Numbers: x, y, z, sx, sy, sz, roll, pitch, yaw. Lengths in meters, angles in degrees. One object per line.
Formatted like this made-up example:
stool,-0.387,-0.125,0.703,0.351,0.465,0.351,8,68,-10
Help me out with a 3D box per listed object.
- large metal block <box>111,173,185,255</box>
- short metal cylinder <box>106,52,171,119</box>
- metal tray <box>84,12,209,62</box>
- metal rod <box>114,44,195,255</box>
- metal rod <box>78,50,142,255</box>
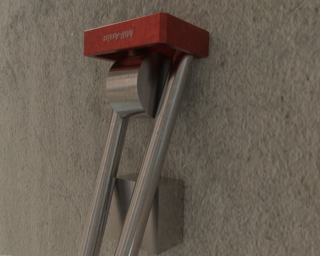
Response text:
large metal block,-0.017,0.105,0.399,0.080,0.050,0.079,2,92,39
short metal cylinder,-0.019,-0.051,0.385,0.050,0.081,0.079,3,92,39
metal tray,-0.018,-0.102,0.377,0.130,0.091,0.030,3,92,39
metal rod,-0.010,0.045,0.352,0.025,0.025,0.299,11,82,39
metal rod,-0.064,0.042,0.397,0.025,0.025,0.299,3,76,39
